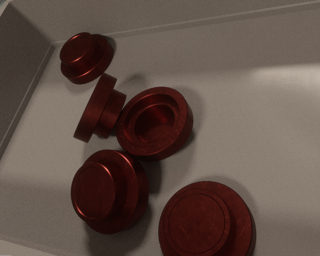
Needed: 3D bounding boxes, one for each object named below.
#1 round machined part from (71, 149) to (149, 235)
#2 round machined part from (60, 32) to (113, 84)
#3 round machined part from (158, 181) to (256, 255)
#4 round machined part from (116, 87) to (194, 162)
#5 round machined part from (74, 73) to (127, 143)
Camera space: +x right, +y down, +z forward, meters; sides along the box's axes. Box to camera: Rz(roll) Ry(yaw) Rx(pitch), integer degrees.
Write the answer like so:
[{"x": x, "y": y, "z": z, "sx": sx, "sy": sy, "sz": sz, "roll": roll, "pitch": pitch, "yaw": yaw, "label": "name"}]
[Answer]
[{"x": -0.065, "y": 0.074, "z": 0.361, "sx": 0.098, "sy": 0.042, "sz": 0.097, "roll": -5, "pitch": 81, "yaw": 32, "label": "round machined part"}, {"x": -0.135, "y": -0.128, "z": 0.542, "sx": 0.098, "sy": 0.042, "sz": 0.098, "roll": -13, "pitch": 56, "yaw": 20, "label": "round machined part"}, {"x": 0.042, "y": 0.099, "z": 0.311, "sx": 0.098, "sy": 0.042, "sz": 0.098, "roll": -13, "pitch": 56, "yaw": 20, "label": "round machined part"}, {"x": -0.003, "y": -0.001, "z": 0.396, "sx": 0.098, "sy": 0.042, "sz": 0.098, "roll": -13, "pitch": 56, "yaw": 20, "label": "round machined part"}, {"x": -0.079, "y": -0.023, "z": 0.427, "sx": 0.097, "sy": 0.042, "sz": 0.098, "roll": -60, "pitch": 13, "yaw": 25, "label": "round machined part"}]
